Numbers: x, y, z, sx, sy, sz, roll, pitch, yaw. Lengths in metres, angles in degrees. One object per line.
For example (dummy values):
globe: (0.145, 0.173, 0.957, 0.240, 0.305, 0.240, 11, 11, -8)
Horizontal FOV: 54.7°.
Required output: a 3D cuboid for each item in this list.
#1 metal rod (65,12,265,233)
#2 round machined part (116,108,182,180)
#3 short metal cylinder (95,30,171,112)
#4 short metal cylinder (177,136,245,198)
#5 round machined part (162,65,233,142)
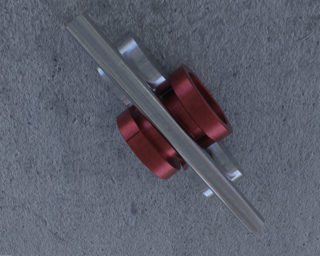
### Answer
metal rod: (0.018, 0.007, 0.329, 0.025, 0.025, 0.300, -38, 106, 12)
round machined part: (-0.004, 0.011, 0.375, 0.042, 0.098, 0.098, -39, 106, 9)
short metal cylinder: (-0.028, -0.065, 0.357, 0.050, 0.080, 0.080, -37, 106, 12)
short metal cylinder: (0.064, 0.043, 0.398, 0.050, 0.080, 0.080, -37, 106, 12)
round machined part: (0.040, -0.023, 0.364, 0.042, 0.098, 0.098, -36, 107, 17)
